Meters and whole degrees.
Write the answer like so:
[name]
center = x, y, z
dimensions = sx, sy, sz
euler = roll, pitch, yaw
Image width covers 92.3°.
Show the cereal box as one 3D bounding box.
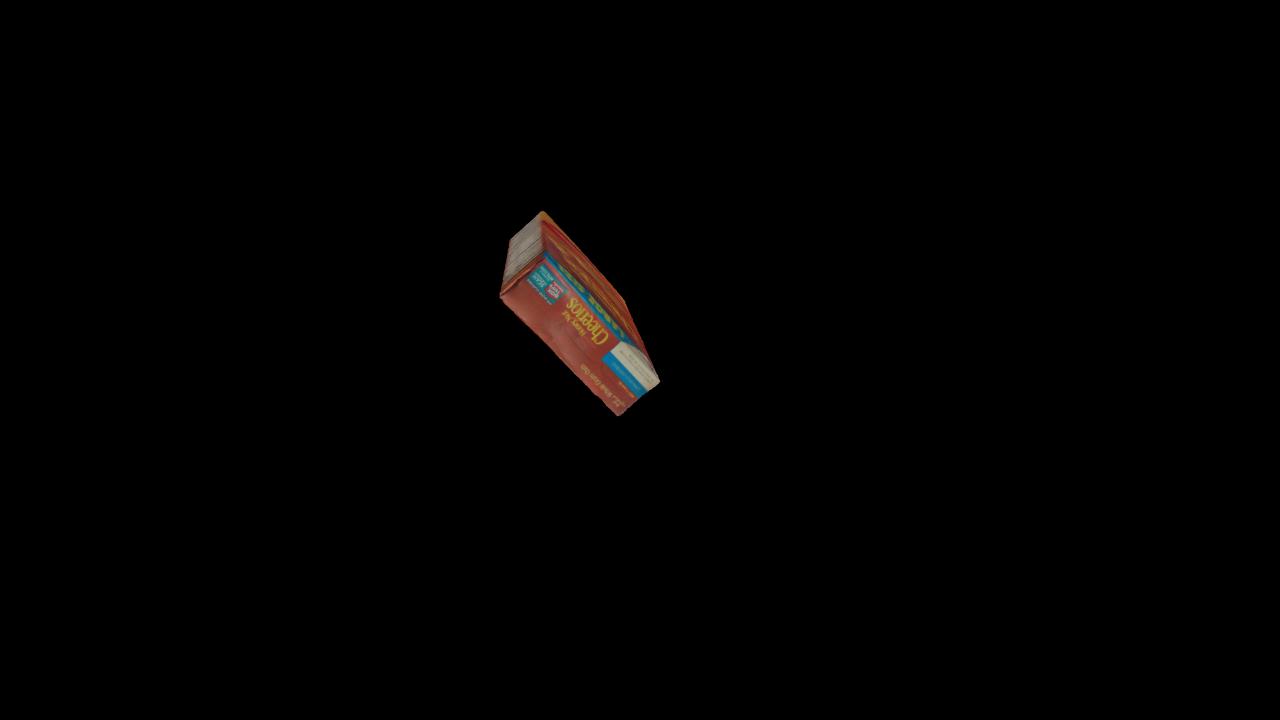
[cereal box]
center = -0.084, -0.077, 0.818
dimensions = 0.081, 0.203, 0.306
euler = -40, 23, 7
